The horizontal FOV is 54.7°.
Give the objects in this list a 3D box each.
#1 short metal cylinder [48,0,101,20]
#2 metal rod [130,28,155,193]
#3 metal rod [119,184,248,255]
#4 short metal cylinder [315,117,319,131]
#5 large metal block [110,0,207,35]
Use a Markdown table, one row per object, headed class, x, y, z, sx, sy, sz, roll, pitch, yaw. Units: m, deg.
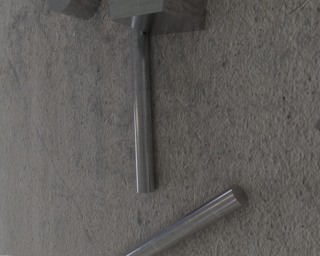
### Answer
| class | x | y | z | sx | sy | sz | roll | pitch | yaw |
| --- | --- | --- | --- | --- | --- | --- | --- | --- | --- |
| short metal cylinder | -0.139 | -0.222 | 0.503 | 0.080 | 0.050 | 0.080 | 0 | 90 | 40 |
| metal rod | -0.026 | -0.063 | 0.426 | 0.025 | 0.025 | 0.298 | -4 | 87 | 40 |
| metal rod | -0.009 | 0.157 | 0.412 | 0.299 | 0.025 | 0.025 | -42 | 65 | 32 |
| short metal cylinder | 0.168 | -0.006 | 0.231 | 0.080 | 0.081 | 0.050 | 34 | 111 | 35 |
| large metal block | 0.000 | -0.148 | 0.369 | 0.080 | 0.081 | 0.050 | 8 | 95 | 39 |
